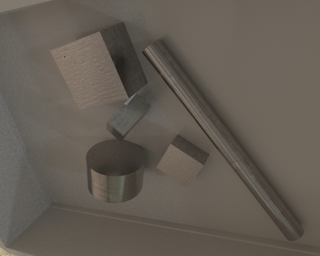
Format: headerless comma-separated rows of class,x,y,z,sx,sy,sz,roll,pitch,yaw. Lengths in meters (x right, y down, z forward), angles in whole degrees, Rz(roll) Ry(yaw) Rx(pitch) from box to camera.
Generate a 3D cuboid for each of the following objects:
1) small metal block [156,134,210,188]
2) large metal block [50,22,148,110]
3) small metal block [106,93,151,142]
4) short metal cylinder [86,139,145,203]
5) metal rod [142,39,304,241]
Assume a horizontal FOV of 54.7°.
small metal block,0.031,0.045,0.419,0.050,0.025,0.050,33,129,6
large metal block,-0.073,-0.075,0.383,0.080,0.050,0.080,-9,114,31
small metal block,-0.041,-0.013,0.392,0.025,0.050,0.050,42,165,-1
short metal cylinder,-0.063,0.060,0.442,0.080,0.080,0.050,18,125,17
metal rod,0.082,0.021,0.377,0.025,0.025,0.300,-32,101,38
